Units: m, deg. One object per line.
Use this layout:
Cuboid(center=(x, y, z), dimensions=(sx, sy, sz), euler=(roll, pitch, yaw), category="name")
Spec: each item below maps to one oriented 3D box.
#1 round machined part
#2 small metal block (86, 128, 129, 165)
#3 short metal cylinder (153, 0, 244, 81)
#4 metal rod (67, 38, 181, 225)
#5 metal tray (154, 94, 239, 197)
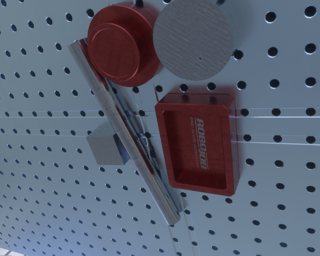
Cuboid(center=(-0.045, -0.093, 0.365), dimensions=(0.098, 0.042, 0.097), euler=(13, 124, 20), category="round machined part")
Cuboid(center=(-0.076, 0.028, 0.467), dimensions=(0.050, 0.025, 0.050), euler=(-3, 117, 29), category="small metal block")
Cuboid(center=(0.040, -0.094, 0.315), dimensions=(0.080, 0.050, 0.079), euler=(13, 124, 20), category="short metal cylinder")
Cuboid(center=(-0.043, 0.017, 0.442), dimensions=(0.025, 0.025, 0.299), euler=(-15, 111, 34), category="metal rod")
Cuboid(center=(0.050, 0.022, 0.394), dimensions=(0.090, 0.030, 0.129), euler=(4, 120, 26), category="metal tray")
